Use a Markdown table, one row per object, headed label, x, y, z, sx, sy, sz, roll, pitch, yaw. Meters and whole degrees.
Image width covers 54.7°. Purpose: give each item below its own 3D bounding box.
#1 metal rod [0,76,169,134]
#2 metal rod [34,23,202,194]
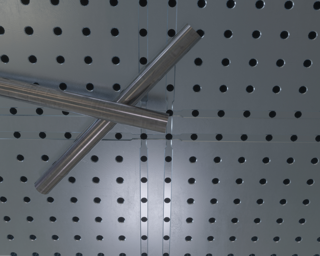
| label | x | y | z | sx | sy | sz | roll | pitch | yaw |
| --- | --- | --- | --- | --- | --- | --- | --- | --- | --- |
| metal rod | -0.138 | -0.038 | 0.380 | 0.302 | 0.025 | 0.025 | 13 | 110 | 2 |
| metal rod | -0.063 | -0.016 | 0.406 | 0.025 | 0.025 | 0.299 | 42 | 104 | -14 |
